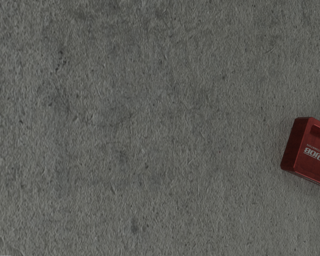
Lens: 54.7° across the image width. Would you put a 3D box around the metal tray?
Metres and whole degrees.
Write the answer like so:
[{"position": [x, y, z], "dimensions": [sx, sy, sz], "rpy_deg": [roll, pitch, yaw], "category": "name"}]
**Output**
[{"position": [0.267, 0.046, 0.504], "dimensions": [0.131, 0.030, 0.090], "rpy_deg": [23, 82, -19], "category": "metal tray"}]
